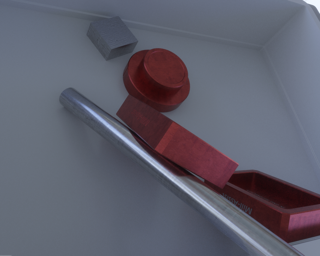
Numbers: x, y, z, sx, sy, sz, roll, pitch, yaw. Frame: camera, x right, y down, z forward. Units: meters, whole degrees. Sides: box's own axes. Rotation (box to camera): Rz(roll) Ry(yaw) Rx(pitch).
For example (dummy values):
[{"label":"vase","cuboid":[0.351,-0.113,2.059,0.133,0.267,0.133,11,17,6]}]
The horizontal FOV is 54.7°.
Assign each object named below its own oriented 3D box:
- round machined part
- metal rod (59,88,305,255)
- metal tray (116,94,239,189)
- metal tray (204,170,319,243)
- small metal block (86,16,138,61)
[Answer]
[{"label":"round machined part","cuboid":[0.001,-0.075,0.442,0.099,0.042,0.098,14,56,-21]},{"label":"metal rod","cuboid":[-0.002,0.036,0.300,0.300,0.025,0.025,34,45,29]},{"label":"metal tray","cuboid":[0.013,0.010,0.336,0.090,0.130,0.030,32,92,-29]},{"label":"metal tray","cuboid":[0.123,0.083,0.361,0.091,0.130,0.030,1,99,-28]},{"label":"small metal block","cuboid":[-0.069,-0.131,0.450,0.050,0.025,0.050,-30,79,-38]}]
